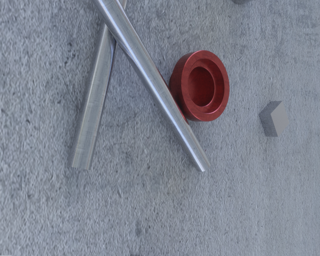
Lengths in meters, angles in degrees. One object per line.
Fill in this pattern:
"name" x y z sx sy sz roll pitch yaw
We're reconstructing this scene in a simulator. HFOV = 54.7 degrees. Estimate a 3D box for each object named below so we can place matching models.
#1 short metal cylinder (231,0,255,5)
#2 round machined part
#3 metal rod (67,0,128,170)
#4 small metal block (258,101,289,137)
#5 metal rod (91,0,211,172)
"short metal cylinder" 0.148 -0.254 0.515 0.081 0.050 0.079 0 90 -40
"round machined part" 0.051 -0.058 0.439 0.099 0.042 0.097 0 90 -40
"metal rod" -0.059 -0.102 0.356 0.025 0.025 0.299 18 78 -39
"small metal block" 0.218 -0.018 0.592 0.050 0.025 0.050 -39 114 -33
"metal rod" -0.004 -0.050 0.381 0.025 0.025 0.299 -52 127 -27
